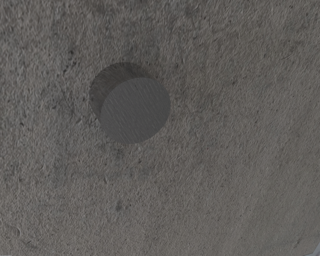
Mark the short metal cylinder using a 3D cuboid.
[{"bbox_3d":[-0.035,-0.029,0.353,0.081,0.050,0.080,-14,124,-21],"label":"short metal cylinder"}]
